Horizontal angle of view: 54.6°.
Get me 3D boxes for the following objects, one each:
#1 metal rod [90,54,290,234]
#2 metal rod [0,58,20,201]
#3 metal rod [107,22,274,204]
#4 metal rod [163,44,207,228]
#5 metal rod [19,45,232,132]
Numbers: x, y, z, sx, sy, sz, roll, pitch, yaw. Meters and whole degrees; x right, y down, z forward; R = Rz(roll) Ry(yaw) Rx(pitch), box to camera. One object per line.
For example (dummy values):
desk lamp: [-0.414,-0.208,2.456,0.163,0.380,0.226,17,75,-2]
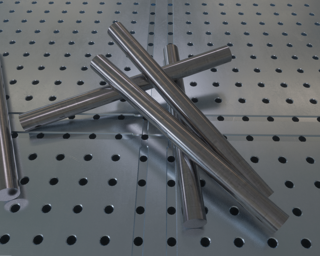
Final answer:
metal rod: [0.018,0.004,0.367,0.025,0.025,0.300,-36,66,-26]
metal rod: [-0.228,-0.032,0.433,0.025,0.025,0.300,-18,52,-15]
metal rod: [0.027,-0.031,0.392,0.025,0.025,0.300,-31,69,-23]
metal rod: [0.027,-0.015,0.420,0.025,0.025,0.300,-3,50,-2]
metal rod: [-0.042,-0.058,0.432,0.302,0.025,0.025,-20,53,-7]
